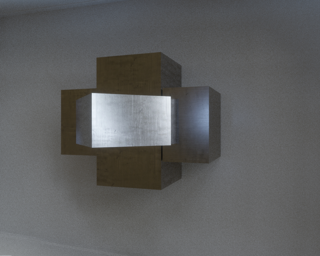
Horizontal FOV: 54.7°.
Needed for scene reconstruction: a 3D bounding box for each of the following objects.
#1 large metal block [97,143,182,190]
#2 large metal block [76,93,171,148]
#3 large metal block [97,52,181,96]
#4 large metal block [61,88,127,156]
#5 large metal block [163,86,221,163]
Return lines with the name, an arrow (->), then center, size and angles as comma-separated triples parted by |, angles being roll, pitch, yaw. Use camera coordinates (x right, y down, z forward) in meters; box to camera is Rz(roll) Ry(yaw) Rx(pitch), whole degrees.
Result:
large metal block -> -0.023, 0.042, 0.388 | 0.080, 0.080, 0.050 | 0, 90, 20
large metal block -> -0.042, -0.007, 0.335 | 0.081, 0.080, 0.050 | 0, 90, -25
large metal block -> -0.023, -0.058, 0.388 | 0.080, 0.080, 0.050 | 0, 90, 20
large metal block -> -0.084, -0.007, 0.410 | 0.050, 0.080, 0.080 | 0, 90, 20
large metal block -> 0.040, -0.004, 0.364 | 0.050, 0.080, 0.080 | 0, 90, 19
